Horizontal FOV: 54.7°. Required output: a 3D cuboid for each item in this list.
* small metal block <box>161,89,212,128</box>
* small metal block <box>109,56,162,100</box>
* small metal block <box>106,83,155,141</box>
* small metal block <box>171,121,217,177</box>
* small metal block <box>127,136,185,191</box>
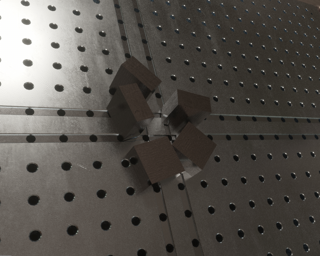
[{"bbox_3d":[0.035,-0.024,0.427,0.050,0.050,0.025,12,57,-22],"label":"small metal block"},{"bbox_3d":[-0.033,-0.058,0.411,0.050,0.050,0.025,41,51,-1],"label":"small metal block"},{"bbox_3d":[-0.038,-0.020,0.385,0.025,0.050,0.050,-17,71,-35],"label":"small metal block"},{"bbox_3d":[0.041,0.028,0.415,0.050,0.025,0.050,40,51,-2],"label":"small metal block"},{"bbox_3d":[-0.005,0.043,0.381,0.050,0.025,0.050,-15,70,-34],"label":"small metal block"}]
